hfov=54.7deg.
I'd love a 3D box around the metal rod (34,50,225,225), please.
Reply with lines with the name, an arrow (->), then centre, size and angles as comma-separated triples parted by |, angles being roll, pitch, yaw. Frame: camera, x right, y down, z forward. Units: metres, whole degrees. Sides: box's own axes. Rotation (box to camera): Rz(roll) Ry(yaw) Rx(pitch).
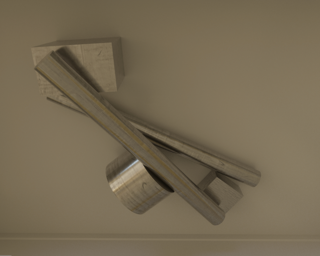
metal rod -> -0.015, 0.030, 0.359 | 0.025, 0.025, 0.300 | -38, 119, 13

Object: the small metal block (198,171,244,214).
small metal block -> 0.082, 0.095, 0.446 | 0.050, 0.025, 0.050 | 36, 106, -13

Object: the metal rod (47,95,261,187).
metal rod -> -0.001, 0.013, 0.415 | 0.302, 0.025, 0.025 | 24, 108, -9

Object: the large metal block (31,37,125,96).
large metal block -> -0.087, -0.073, 0.353 | 0.081, 0.080, 0.050 | -3, 110, 1

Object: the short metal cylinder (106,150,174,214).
short metal cylinder -> -0.024, 0.064, 0.403 | 0.050, 0.080, 0.080 | -38, 106, 12
